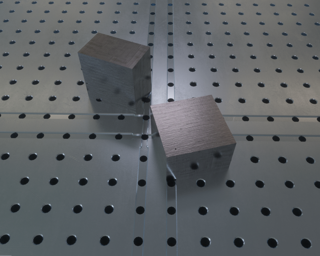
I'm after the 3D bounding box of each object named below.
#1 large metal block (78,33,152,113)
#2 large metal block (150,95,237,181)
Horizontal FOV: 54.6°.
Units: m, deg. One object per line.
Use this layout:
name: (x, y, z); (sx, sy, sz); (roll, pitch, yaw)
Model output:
large metal block: (-0.060, -0.077, 0.437); (0.080, 0.080, 0.050); (19, 53, 15)
large metal block: (0.037, 0.010, 0.383); (0.081, 0.050, 0.080); (-11, 51, -9)
